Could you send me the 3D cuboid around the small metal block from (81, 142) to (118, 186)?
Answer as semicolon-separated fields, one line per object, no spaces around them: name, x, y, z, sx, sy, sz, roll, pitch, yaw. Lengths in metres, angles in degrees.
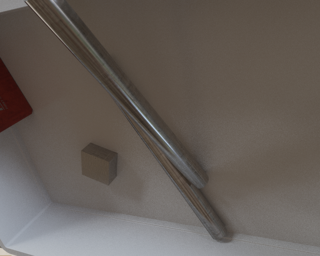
small metal block;-0.096;0.057;0.493;0.050;0.025;0.050;19;126;16

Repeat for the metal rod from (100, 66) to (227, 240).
metal rod;0.004;0.035;0.426;0.025;0.025;0.299;-26;105;37

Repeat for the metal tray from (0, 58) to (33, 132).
metal tray;-0.267;-0.057;0.468;0.030;0.090;0.129;-13;112;33

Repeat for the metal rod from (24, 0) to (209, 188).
metal rod;-0.019;-0.016;0.329;0.025;0.025;0.300;-9;139;32
